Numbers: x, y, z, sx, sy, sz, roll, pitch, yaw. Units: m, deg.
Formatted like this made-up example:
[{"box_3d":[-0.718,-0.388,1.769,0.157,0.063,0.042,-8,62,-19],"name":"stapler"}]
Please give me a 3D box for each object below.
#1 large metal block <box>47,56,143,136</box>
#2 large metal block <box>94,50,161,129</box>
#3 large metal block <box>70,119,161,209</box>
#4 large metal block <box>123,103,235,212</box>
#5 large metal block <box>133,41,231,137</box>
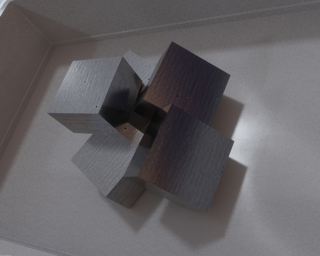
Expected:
[{"box_3d":[-0.079,-0.039,0.385,0.080,0.050,0.080,2,61,30],"name":"large metal block"},{"box_3d":[-0.039,-0.053,0.440,0.080,0.050,0.080,-45,51,-4],"name":"large metal block"},{"box_3d":[-0.049,0.038,0.385,0.080,0.050,0.080,34,80,38],"name":"large metal block"},{"box_3d":[0.020,0.033,0.328,0.080,0.080,0.050,-65,16,-18],"name":"large metal block"},{"box_3d":[0.026,-0.042,0.371,0.080,0.050,0.080,28,71,-10],"name":"large metal block"}]
